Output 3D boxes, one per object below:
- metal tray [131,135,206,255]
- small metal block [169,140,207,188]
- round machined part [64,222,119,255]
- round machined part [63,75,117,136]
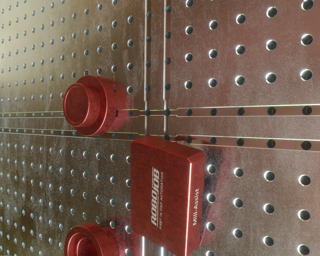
[{"bbox_3d":[0.006,0.082,0.381,0.090,0.030,0.129,15,112,37],"label":"metal tray"},{"bbox_3d":[0.023,0.050,0.389,0.050,0.025,0.050,-41,66,32],"label":"small metal block"},{"bbox_3d":[-0.102,0.196,0.480,0.098,0.042,0.097,0,90,39],"label":"round machined part"},{"bbox_3d":[-0.117,-0.036,0.492,0.098,0.042,0.097,0,90,39],"label":"round machined part"}]
